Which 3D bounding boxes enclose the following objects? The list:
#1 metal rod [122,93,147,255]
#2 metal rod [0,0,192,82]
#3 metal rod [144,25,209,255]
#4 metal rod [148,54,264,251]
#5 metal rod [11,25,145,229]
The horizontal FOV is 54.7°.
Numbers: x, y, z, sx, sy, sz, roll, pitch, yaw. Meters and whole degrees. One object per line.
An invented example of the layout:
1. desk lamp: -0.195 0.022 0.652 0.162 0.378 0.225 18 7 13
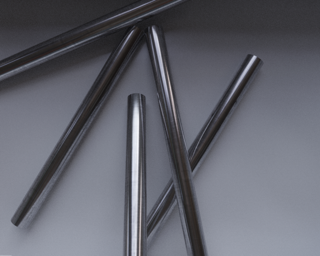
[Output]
1. metal rod: -0.027 0.091 0.340 0.025 0.025 0.299 -2 61 0
2. metal rod: -0.105 -0.116 0.397 0.301 0.025 0.025 -22 90 5
3. metal rod: 0.019 0.015 0.391 0.025 0.025 0.298 -11 82 0
4. metal rod: 0.048 0.036 0.411 0.025 0.025 0.299 32 90 0
5. metal rod: -0.108 -0.003 0.410 0.025 0.025 0.299 31 90 0
